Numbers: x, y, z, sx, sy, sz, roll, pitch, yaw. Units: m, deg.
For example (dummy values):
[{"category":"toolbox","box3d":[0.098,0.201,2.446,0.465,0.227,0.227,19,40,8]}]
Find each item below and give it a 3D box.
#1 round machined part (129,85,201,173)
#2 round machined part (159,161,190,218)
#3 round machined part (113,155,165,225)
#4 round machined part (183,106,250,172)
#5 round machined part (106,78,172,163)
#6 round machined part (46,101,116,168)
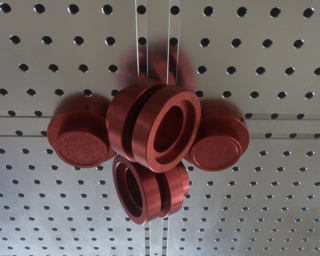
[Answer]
[{"category":"round machined part","box3d":[0.002,-0.002,0.353,0.042,0.099,0.098,25,140,33]},{"category":"round machined part","box3d":[0.005,0.072,0.437,0.042,0.098,0.097,-15,137,-30]},{"category":"round machined part","box3d":[-0.025,0.077,0.423,0.042,0.098,0.097,-16,137,-30]},{"category":"round machined part","box3d":[0.072,0.021,0.419,0.099,0.042,0.097,0,130,0]},{"category":"round machined part","box3d":[-0.025,-0.012,0.368,0.042,0.099,0.098,25,140,33]},{"category":"round machined part","box3d":[-0.101,0.016,0.412,0.099,0.042,0.097,0,130,0]}]
